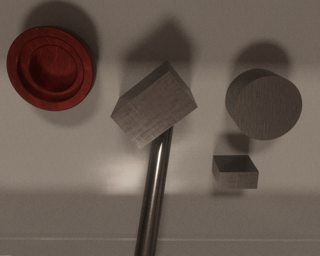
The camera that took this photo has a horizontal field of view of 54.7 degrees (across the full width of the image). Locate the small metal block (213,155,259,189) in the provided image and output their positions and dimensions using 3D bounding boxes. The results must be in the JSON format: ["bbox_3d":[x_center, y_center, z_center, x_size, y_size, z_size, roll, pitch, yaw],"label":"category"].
[{"bbox_3d":[0.101,0.059,0.421,0.050,0.050,0.025,0,110,0],"label":"small metal block"}]

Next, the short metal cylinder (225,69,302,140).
[{"bbox_3d":[0.127,-0.031,0.389,0.081,0.050,0.079,0,110,-1],"label":"short metal cylinder"}]

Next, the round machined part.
[{"bbox_3d":[-0.126,-0.073,0.374,0.099,0.042,0.097,0,110,-1],"label":"round machined part"}]

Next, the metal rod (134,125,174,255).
[{"bbox_3d":[-0.015,0.134,0.378,0.025,0.025,0.299,10,78,-4],"label":"metal rod"}]

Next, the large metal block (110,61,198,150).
[{"bbox_3d":[-0.007,-0.031,0.371,0.080,0.080,0.050,-37,106,12],"label":"large metal block"}]
